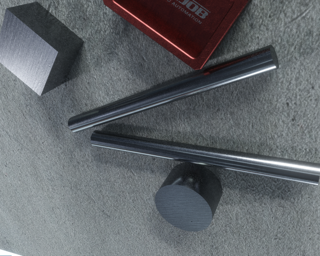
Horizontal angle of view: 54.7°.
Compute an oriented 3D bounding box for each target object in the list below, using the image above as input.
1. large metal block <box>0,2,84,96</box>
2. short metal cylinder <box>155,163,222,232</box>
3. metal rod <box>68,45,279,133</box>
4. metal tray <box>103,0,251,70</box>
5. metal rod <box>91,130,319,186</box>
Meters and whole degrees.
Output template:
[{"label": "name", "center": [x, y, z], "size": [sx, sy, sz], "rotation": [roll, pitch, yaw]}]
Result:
[{"label": "large metal block", "center": [-0.160, -0.104, 0.409], "size": [0.080, 0.050, 0.080], "rotation": [40, 129, 0]}, {"label": "short metal cylinder", "center": [0.040, 0.095, 0.427], "size": [0.080, 0.050, 0.079], "rotation": [13, 124, 20]}, {"label": "metal rod", "center": [-0.008, -0.037, 0.386], "size": [0.300, 0.025, 0.025], "rotation": [-15, 111, 33]}, {"label": "metal tray", "center": [0.014, -0.132, 0.313], "size": [0.130, 0.030, 0.089], "rotation": [37, 129, 3]}, {"label": "metal rod", "center": [0.040, 0.034, 0.405], "size": [0.301, 0.025, 0.025], "rotation": [8, 122, 23]}]
